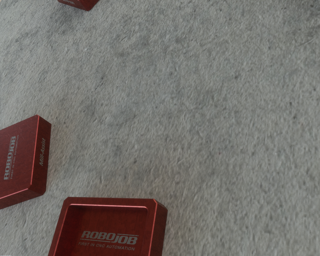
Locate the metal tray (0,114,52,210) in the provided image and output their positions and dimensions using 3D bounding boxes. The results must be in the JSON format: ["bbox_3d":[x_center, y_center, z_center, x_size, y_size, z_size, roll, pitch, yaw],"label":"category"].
[{"bbox_3d":[-0.219,0.051,0.482,0.090,0.030,0.130,-20,54,16],"label":"metal tray"}]

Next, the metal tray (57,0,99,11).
[{"bbox_3d":[-0.171,-0.308,0.676,0.130,0.030,0.090,30,78,37],"label":"metal tray"}]

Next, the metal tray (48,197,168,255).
[{"bbox_3d":[-0.061,0.127,0.353,0.130,0.030,0.090,-5,59,25],"label":"metal tray"}]
